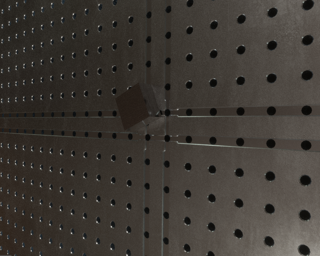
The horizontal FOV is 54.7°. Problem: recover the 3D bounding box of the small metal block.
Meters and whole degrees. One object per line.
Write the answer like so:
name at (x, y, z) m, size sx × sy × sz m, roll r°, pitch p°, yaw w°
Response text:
small metal block at (-0.031, -0.029, 0.433) m, size 0.050 × 0.025 × 0.050 m, roll -28°, pitch 73°, yaw 36°
